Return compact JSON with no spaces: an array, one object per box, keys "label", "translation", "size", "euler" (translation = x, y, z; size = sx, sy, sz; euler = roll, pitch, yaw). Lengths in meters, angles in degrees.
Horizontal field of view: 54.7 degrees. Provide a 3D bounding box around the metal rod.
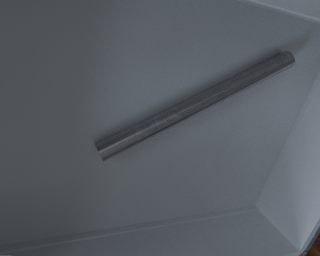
[{"label":"metal rod","translation":[0.056,-0.035,0.419],"size":[0.302,0.025,0.025],"euler":[-26,128,-12]}]
